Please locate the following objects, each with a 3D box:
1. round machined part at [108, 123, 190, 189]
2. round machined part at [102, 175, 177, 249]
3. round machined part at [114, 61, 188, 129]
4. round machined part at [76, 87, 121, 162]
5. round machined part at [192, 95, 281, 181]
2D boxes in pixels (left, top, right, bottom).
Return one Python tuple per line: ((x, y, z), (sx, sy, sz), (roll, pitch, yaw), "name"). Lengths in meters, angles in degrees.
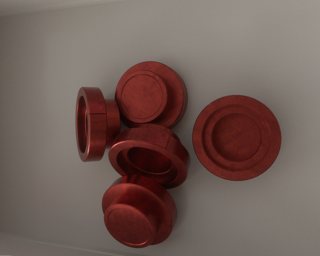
((-0.010, 0.032, 0.386), (0.098, 0.098, 0.042), (1, 47, 19), "round machined part")
((-0.031, 0.112, 0.393), (0.098, 0.042, 0.097), (9, 117, 18), "round machined part")
((-0.016, -0.039, 0.406), (0.098, 0.042, 0.097), (0, 90, 19), "round machined part")
((-0.082, -0.005, 0.411), (0.042, 0.098, 0.097), (-1, 90, -25), "round machined part")
((0.091, 0.011, 0.369), (0.098, 0.042, 0.097), (0, 90, 19), "round machined part")
